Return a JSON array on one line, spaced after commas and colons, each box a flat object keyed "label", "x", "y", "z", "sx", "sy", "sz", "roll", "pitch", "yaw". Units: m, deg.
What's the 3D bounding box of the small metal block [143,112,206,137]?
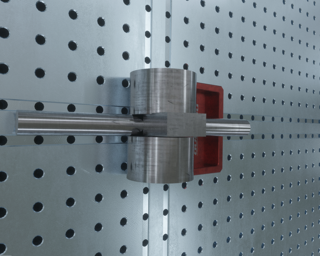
[{"label": "small metal block", "x": 0.015, "y": -0.004, "z": 0.344, "sx": 0.050, "sy": 0.050, "sz": 0.025, "roll": 1, "pitch": 90, "yaw": -32}]

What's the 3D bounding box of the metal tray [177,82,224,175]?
[{"label": "metal tray", "x": 0.051, "y": 0.001, "z": 0.448, "sx": 0.091, "sy": 0.030, "sz": 0.129, "roll": 1, "pitch": 89, "yaw": -40}]

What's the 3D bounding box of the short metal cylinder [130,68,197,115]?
[{"label": "short metal cylinder", "x": 0.004, "y": -0.040, "z": 0.374, "sx": 0.081, "sy": 0.080, "sz": 0.050, "roll": 1, "pitch": 90, "yaw": -40}]

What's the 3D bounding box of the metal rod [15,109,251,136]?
[{"label": "metal rod", "x": -0.007, "y": -0.003, "z": 0.373, "sx": 0.303, "sy": 0.025, "sz": 0.025, "roll": 1, "pitch": 89, "yaw": -31}]

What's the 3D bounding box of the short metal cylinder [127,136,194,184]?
[{"label": "short metal cylinder", "x": 0.001, "y": 0.035, "z": 0.373, "sx": 0.081, "sy": 0.080, "sz": 0.050, "roll": 2, "pitch": 89, "yaw": -40}]
